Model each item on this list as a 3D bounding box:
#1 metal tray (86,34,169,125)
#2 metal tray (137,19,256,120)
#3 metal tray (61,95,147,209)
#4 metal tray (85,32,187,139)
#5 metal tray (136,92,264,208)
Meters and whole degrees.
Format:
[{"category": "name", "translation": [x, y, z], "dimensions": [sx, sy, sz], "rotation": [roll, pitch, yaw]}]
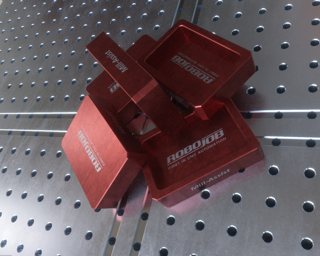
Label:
[{"category": "metal tray", "translation": [-0.040, -0.074, 0.469], "dimensions": [0.130, 0.030, 0.090], "rotation": [-43, 51, -2]}, {"category": "metal tray", "translation": [0.041, -0.079, 0.392], "dimensions": [0.090, 0.030, 0.130], "rotation": [-45, 51, -4]}, {"category": "metal tray", "translation": [-0.078, 0.028, 0.403], "dimensions": [0.090, 0.030, 0.130], "rotation": [-57, 48, 20]}, {"category": "metal tray", "translation": [-0.030, -0.052, 0.373], "dimensions": [0.030, 0.090, 0.130], "rotation": [-42, 51, 0]}, {"category": "metal tray", "translation": [0.041, 0.024, 0.366], "dimensions": [0.130, 0.030, 0.090], "rotation": [-29, 52, 9]}]
